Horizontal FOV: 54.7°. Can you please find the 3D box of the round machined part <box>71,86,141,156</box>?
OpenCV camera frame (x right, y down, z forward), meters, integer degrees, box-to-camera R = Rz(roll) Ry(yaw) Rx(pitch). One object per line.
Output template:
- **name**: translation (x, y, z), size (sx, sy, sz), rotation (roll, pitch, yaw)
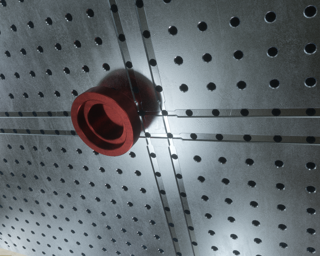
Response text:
- **round machined part**: translation (-0.070, -0.013, 0.427), size (0.098, 0.042, 0.097), rotation (13, 124, 20)
